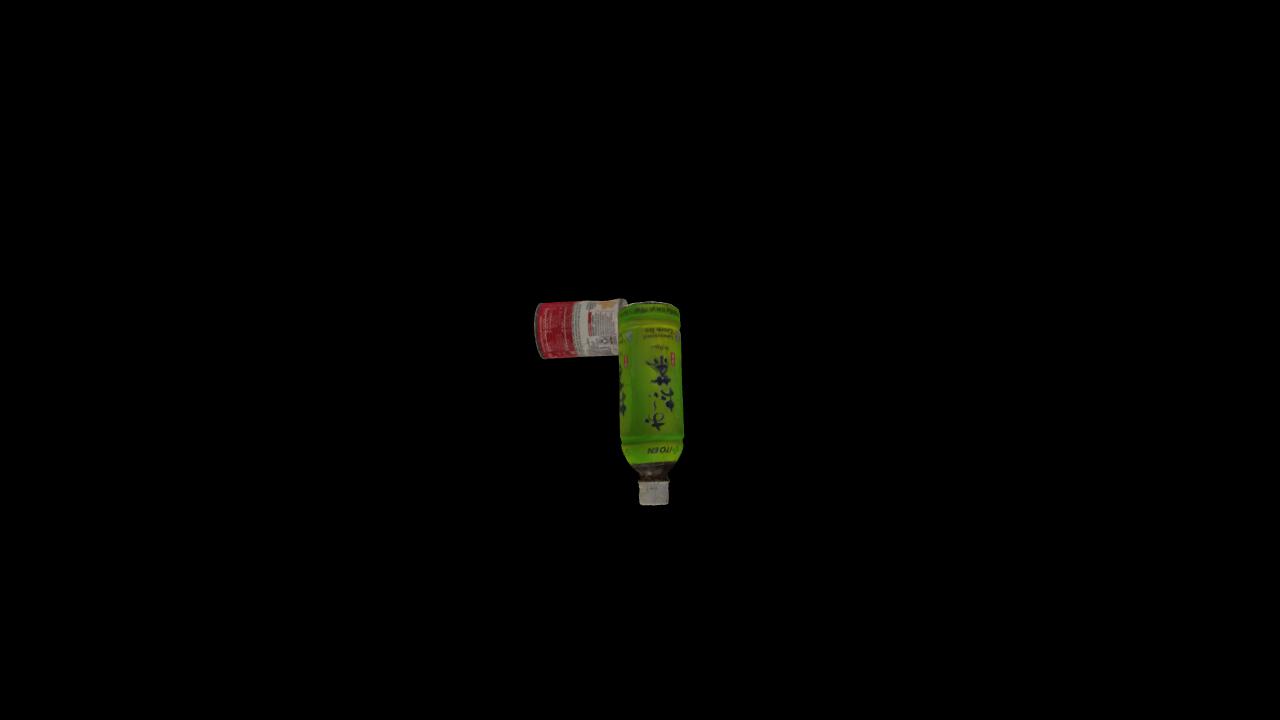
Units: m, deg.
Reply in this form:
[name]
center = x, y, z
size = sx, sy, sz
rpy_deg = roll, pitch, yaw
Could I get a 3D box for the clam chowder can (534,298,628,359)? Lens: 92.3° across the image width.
[clam chowder can]
center = -0.065, -0.037, 0.721
size = 0.102, 0.068, 0.068
rpy_deg = -3, 0, 9

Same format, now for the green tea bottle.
[green tea bottle]
center = 0.013, 0.047, 0.658
size = 0.073, 0.212, 0.073
rpy_deg = -3, -9, -1
